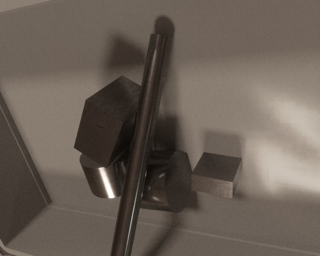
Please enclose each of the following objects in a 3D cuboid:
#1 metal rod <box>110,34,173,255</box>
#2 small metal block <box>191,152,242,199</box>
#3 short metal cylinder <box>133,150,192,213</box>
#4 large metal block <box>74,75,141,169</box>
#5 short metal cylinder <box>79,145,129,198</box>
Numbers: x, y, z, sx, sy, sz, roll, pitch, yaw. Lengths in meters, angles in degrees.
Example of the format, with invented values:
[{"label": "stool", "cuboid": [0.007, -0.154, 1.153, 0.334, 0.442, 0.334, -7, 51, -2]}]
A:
[{"label": "metal rod", "cuboid": [-0.026, 0.042, 0.367, 0.025, 0.025, 0.298, 14, 99, 20]}, {"label": "small metal block", "cuboid": [0.072, 0.058, 0.389, 0.050, 0.050, 0.025, 8, 122, 24]}, {"label": "short metal cylinder", "cuboid": [0.003, 0.069, 0.413, 0.050, 0.080, 0.080, -2, 117, 29]}, {"label": "large metal block", "cuboid": [-0.058, -0.009, 0.396, 0.050, 0.080, 0.079, 31, 128, 8]}, {"label": "short metal cylinder", "cuboid": [-0.067, 0.054, 0.440, 0.080, 0.080, 0.050, 1, 119, 27]}]
